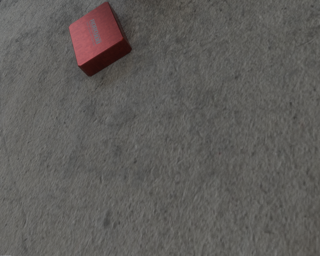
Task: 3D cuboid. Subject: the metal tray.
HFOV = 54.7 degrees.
[{"bbox_3d":[-0.111,-0.162,0.556,0.090,0.030,0.130,-30,52,9],"label":"metal tray"}]
